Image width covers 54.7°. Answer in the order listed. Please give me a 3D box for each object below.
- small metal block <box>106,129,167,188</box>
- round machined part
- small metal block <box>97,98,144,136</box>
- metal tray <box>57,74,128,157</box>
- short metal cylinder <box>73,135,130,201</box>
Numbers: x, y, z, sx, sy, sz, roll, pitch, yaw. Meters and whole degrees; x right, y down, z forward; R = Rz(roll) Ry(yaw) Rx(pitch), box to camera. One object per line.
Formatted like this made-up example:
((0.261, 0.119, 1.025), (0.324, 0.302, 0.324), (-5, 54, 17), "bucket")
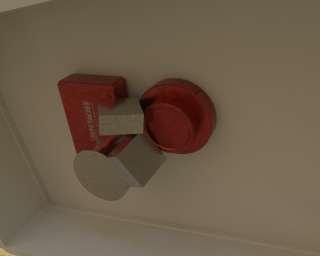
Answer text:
((-0.027, 0.036, 0.376), (0.025, 0.050, 0.050), (-12, 121, 53), "small metal block")
((0.016, -0.008, 0.381), (0.098, 0.042, 0.097), (13, 124, 20), "round machined part")
((-0.049, -0.015, 0.372), (0.050, 0.050, 0.025), (-3, 118, -13), "small metal block")
((-0.086, -0.009, 0.439), (0.090, 0.030, 0.129), (7, 122, 24), "metal tray")
((-0.068, 0.050, 0.417), (0.080, 0.050, 0.079), (13, 124, 20), "short metal cylinder")
